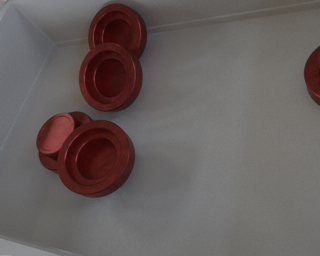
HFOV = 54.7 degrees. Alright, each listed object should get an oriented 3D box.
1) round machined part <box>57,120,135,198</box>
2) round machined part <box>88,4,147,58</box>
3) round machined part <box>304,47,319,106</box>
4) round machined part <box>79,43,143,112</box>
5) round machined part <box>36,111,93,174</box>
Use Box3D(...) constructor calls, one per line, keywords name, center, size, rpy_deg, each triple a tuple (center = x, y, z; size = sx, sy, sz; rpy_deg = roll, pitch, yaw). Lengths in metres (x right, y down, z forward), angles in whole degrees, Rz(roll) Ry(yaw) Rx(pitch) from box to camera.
Box3D(name="round machined part", center=(-0.078, 0.042, 0.403), size=(0.098, 0.042, 0.098), rpy_deg=(-6, 65, 14))
Box3D(name="round machined part", center=(-0.063, -0.144, 0.498), size=(0.098, 0.042, 0.097), rpy_deg=(3, 96, 26))
Box3D(name="round machined part", center=(0.203, -0.066, 0.323), size=(0.098, 0.042, 0.098), rpy_deg=(-17, 53, 24))
Box3D(name="round machined part", center=(-0.068, -0.073, 0.458), size=(0.098, 0.042, 0.097), rpy_deg=(1, 92, 26))
Box3D(name="round machined part", center=(-0.142, 0.016, 0.460), size=(0.098, 0.042, 0.098), rpy_deg=(-13, 56, 21))
